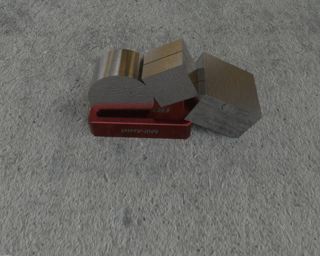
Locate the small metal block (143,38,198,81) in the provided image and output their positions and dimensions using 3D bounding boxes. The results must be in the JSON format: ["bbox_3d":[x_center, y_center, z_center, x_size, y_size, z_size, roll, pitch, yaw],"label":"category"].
[{"bbox_3d":[0.014,-0.076,0.384,0.050,0.050,0.025,-16,45,21],"label":"small metal block"}]

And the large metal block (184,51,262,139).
[{"bbox_3d":[0.079,-0.042,0.406,0.080,0.050,0.080,20,48,-18],"label":"large metal block"}]

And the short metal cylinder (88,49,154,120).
[{"bbox_3d":[-0.047,-0.053,0.396,0.081,0.080,0.050,1,50,0],"label":"short metal cylinder"}]

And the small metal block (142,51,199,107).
[{"bbox_3d":[0.013,-0.056,0.367,0.050,0.050,0.025,-16,45,21],"label":"small metal block"}]

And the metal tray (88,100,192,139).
[{"bbox_3d":[-0.024,-0.030,0.426,0.131,0.030,0.090,2,50,1],"label":"metal tray"}]
